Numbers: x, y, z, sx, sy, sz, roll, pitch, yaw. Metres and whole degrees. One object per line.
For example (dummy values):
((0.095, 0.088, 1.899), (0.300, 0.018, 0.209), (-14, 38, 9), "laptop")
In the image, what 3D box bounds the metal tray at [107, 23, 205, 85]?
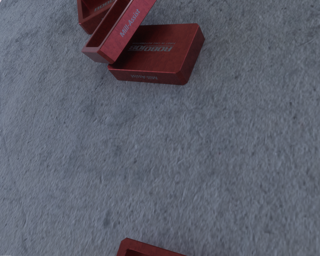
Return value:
((-0.007, -0.114, 0.473), (0.130, 0.030, 0.090), (10, 66, 32), "metal tray")

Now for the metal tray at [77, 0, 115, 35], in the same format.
((-0.096, -0.246, 0.599), (0.130, 0.030, 0.090), (-24, 53, 13), "metal tray")

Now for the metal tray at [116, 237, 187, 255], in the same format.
((0.009, 0.166, 0.292), (0.130, 0.030, 0.090), (5, 64, 30), "metal tray")

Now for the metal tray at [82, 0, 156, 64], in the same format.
((-0.067, -0.166, 0.496), (0.130, 0.030, 0.090), (-57, 32, -5), "metal tray")
